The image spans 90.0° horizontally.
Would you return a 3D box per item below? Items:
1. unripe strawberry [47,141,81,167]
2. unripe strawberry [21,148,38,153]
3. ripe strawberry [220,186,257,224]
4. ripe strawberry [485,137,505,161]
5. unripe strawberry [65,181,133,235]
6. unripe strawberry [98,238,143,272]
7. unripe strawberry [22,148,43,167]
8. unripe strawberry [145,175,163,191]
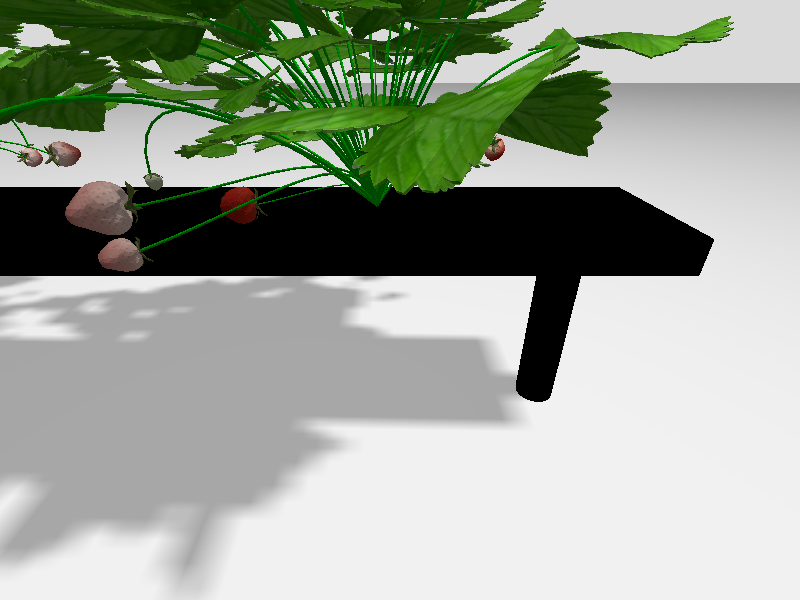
[{"bbox_3d":[-0.409,-0.179,0.490,0.032,0.029,0.029,11,31,18],"label":"unripe strawberry"},{"bbox_3d":[-0.484,-0.191,0.525,0.018,0.019,0.018,-2,30,-3],"label":"unripe strawberry"},{"bbox_3d":[-0.125,-0.073,0.309,0.026,0.028,0.024,-13,33,-20],"label":"ripe strawberry"},{"bbox_3d":[0.123,-0.193,0.517,0.025,0.029,0.027,20,-6,31],"label":"ripe strawberry"},{"bbox_3d":[-0.213,-0.064,0.283,0.038,0.038,0.042,-11,32,-18],"label":"unripe strawberry"},{"bbox_3d":[-0.164,-0.026,0.235,0.020,0.020,0.023,-26,39,-36],"label":"unripe strawberry"},{"bbox_3d":[-0.450,-0.175,0.491,0.019,0.022,0.021,4,16,6],"label":"unripe strawberry"},{"bbox_3d":[-0.232,-0.111,0.378,0.015,0.015,0.014,4,30,8],"label":"unripe strawberry"}]
